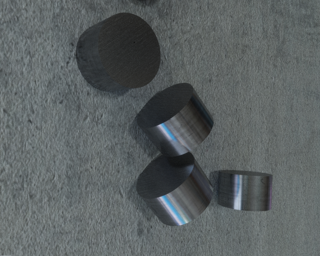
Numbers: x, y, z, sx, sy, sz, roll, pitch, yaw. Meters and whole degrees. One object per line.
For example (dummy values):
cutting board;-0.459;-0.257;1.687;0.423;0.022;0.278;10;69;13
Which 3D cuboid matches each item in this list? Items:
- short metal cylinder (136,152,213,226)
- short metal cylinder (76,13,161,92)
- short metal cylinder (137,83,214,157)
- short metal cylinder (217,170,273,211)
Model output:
short metal cylinder;0.018;0.073;0.384;0.080;0.080;0.050;-48;119;-29
short metal cylinder;-0.046;-0.083;0.349;0.081;0.050;0.080;0;90;-40
short metal cylinder;0.019;-0.011;0.384;0.050;0.080;0.080;52;60;-28
short metal cylinder;0.131;0.094;0.478;0.081;0.080;0.050;5;87;-40
